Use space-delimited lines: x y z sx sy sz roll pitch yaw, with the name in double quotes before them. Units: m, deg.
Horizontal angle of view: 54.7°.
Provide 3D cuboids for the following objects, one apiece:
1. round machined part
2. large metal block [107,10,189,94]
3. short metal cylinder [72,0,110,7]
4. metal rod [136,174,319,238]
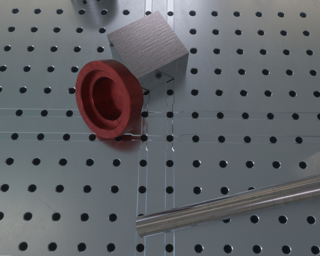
"round machined part" -0.060 -0.039 0.397 0.098 0.097 0.042 49 39 15
"large metal block" -0.017 -0.104 0.436 0.080 0.050 0.080 -29 73 -10
"short metal cylinder" -0.112 -0.239 0.485 0.081 0.050 0.080 0 70 0
"metal rod" 0.117 0.076 0.336 0.301 0.025 0.025 -17 70 13
